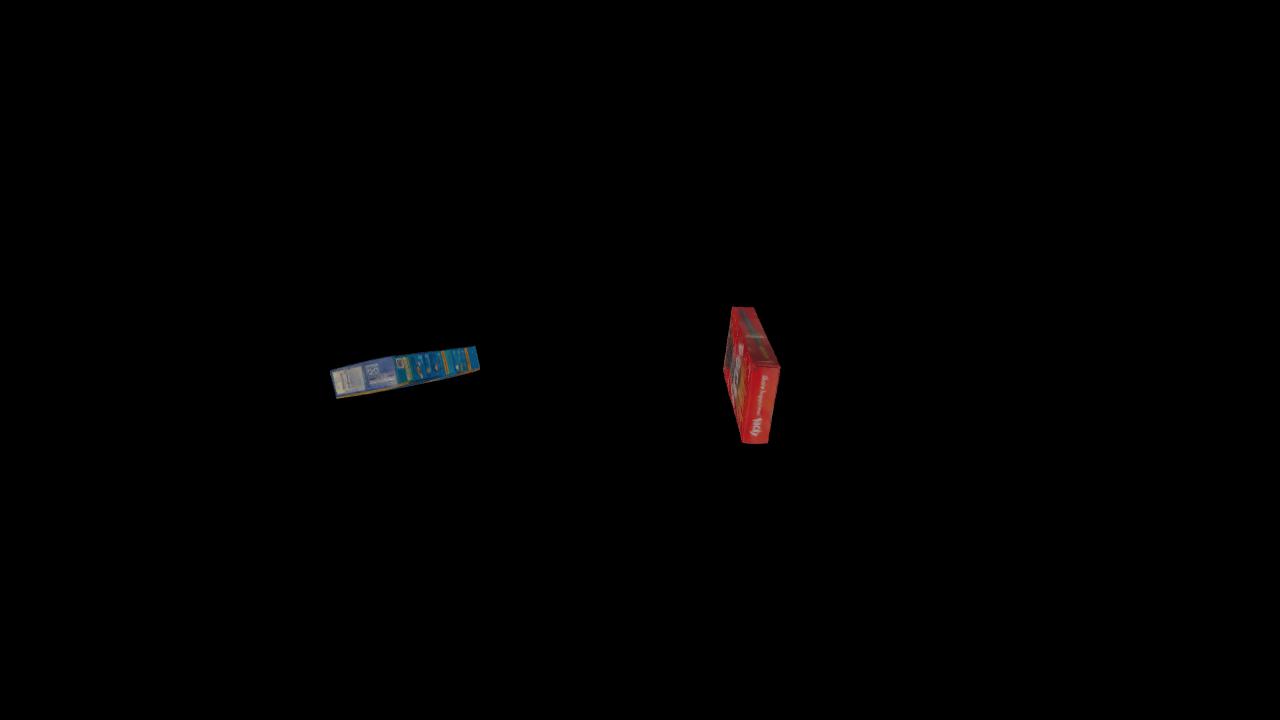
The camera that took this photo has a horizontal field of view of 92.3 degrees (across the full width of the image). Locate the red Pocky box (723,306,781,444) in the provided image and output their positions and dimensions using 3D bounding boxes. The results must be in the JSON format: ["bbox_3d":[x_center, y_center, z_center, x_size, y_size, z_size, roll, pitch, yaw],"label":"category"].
[{"bbox_3d":[0.109,0.009,0.618,0.028,0.083,0.155,4,25,-1],"label":"red Pocky box"}]

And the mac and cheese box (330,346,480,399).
[{"bbox_3d":[-0.295,0.013,0.796,0.093,0.041,0.184,-13,1,16],"label":"mac and cheese box"}]
